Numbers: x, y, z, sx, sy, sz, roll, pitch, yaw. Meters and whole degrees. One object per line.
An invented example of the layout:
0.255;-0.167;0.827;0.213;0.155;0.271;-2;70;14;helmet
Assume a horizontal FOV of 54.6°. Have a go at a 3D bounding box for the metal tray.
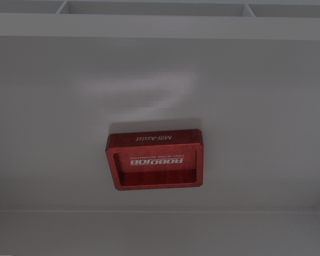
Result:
-0.005;0.048;0.446;0.131;0.030;0.090;-3;130;2;metal tray
